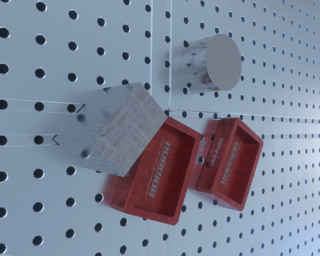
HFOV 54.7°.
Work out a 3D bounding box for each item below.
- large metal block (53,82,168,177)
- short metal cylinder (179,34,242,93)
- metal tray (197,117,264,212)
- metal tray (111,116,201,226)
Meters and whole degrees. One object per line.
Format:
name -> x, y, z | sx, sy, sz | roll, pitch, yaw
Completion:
large metal block -> -0.053, 0.000, 0.329 | 0.050, 0.080, 0.080 | 51, 60, -28
short metal cylinder -> 0.075, -0.093, 0.456 | 0.081, 0.050, 0.079 | 0, 90, -40
metal tray -> 0.118, 0.058, 0.504 | 0.090, 0.030, 0.130 | 36, 68, -34
metal tray -> 0.000, 0.053, 0.405 | 0.090, 0.030, 0.130 | 28, 73, -37
